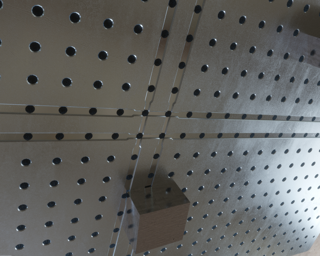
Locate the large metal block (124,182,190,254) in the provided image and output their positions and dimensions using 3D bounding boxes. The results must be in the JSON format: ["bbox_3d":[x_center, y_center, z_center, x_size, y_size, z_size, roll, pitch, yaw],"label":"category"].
[{"bbox_3d":[-0.006,0.137,0.478,0.081,0.050,0.079,-7,122,-25],"label":"large metal block"}]

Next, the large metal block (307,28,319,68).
[{"bbox_3d":[0.281,-0.122,0.457,0.080,0.080,0.050,-28,128,-11],"label":"large metal block"}]
